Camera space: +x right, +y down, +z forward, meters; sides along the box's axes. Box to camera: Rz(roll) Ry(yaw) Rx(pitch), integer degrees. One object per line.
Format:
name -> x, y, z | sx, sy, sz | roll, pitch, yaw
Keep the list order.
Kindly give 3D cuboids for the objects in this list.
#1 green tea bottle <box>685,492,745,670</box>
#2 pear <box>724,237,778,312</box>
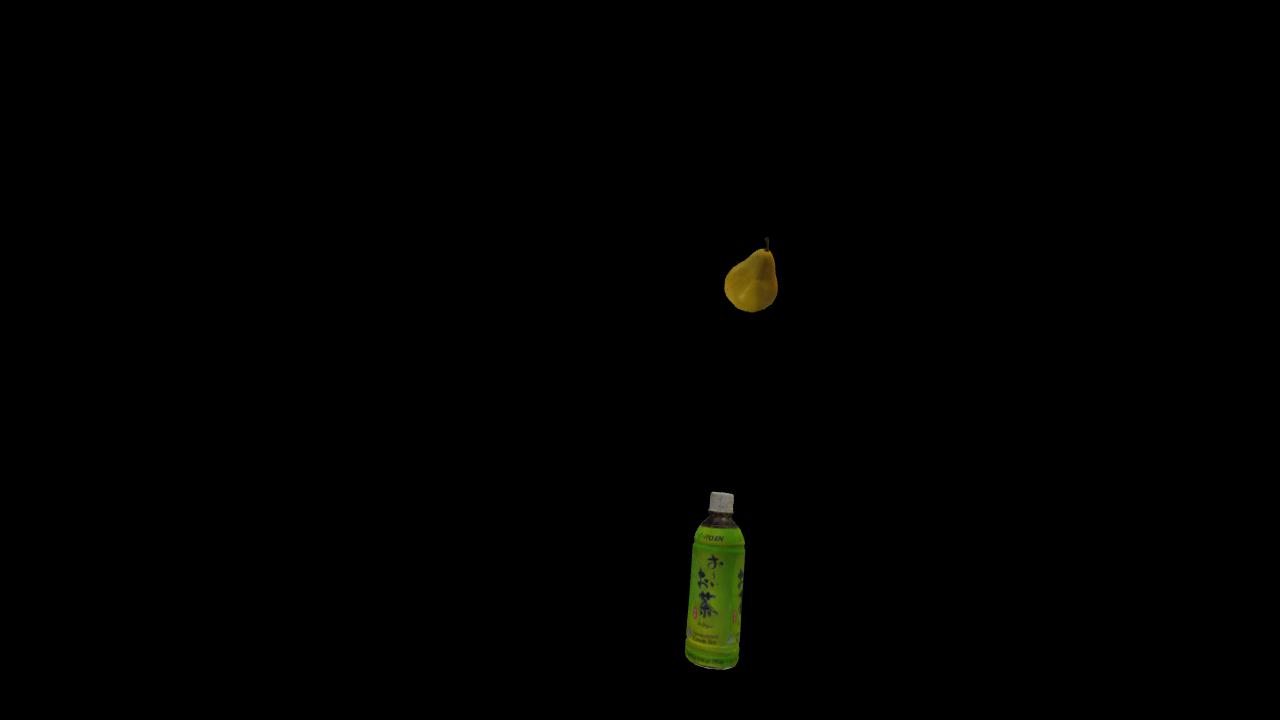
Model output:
green tea bottle -> 0.099, 0.279, 0.796 | 0.073, 0.212, 0.073 | 3, -9, 0
pear -> 0.174, -0.125, 0.901 | 0.080, 0.080, 0.111 | 0, -40, -30
